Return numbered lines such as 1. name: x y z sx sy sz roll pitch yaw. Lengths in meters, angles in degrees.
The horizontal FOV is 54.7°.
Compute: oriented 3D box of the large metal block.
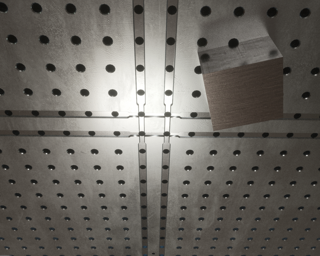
1. large metal block: 0.092 -0.049 0.355 0.080 0.050 0.080 -11 130 9
